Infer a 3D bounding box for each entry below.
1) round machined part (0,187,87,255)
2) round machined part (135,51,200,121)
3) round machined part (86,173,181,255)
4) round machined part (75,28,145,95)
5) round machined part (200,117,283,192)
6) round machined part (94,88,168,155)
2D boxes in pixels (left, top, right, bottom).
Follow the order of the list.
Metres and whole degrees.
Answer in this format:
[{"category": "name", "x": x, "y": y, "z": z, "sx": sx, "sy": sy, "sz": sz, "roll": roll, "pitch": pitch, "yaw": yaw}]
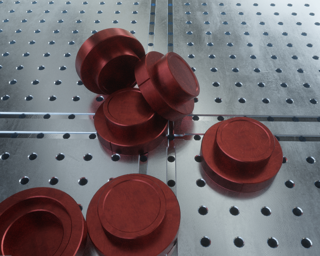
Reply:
[{"category": "round machined part", "x": -0.121, "y": 0.111, "z": 0.303, "sx": 0.099, "sy": 0.042, "sz": 0.098, "roll": 0, "pitch": 50, "yaw": 0}, {"category": "round machined part", "x": 0.016, "y": -0.061, "z": 0.411, "sx": 0.042, "sy": 0.098, "sz": 0.098, "roll": -31, "pitch": 42, "yaw": 31}, {"category": "round machined part", "x": -0.028, "y": 0.089, "z": 0.322, "sx": 0.099, "sy": 0.042, "sz": 0.098, "roll": 0, "pitch": 50, "yaw": 0}, {"category": "round machined part", "x": -0.063, "y": -0.084, "z": 0.431, "sx": 0.099, "sy": 0.098, "sz": 0.042, "roll": -24, "pitch": 54, "yaw": -18}, {"category": "round machined part", "x": 0.099, "y": 0.025, "z": 0.377, "sx": 0.099, "sy": 0.042, "sz": 0.098, "roll": 0, "pitch": 50, "yaw": 0}, {"category": "round machined part", "x": -0.038, "y": -0.016, "z": 0.410, "sx": 0.099, "sy": 0.042, "sz": 0.098, "roll": 0, "pitch": 50, "yaw": 0}]
